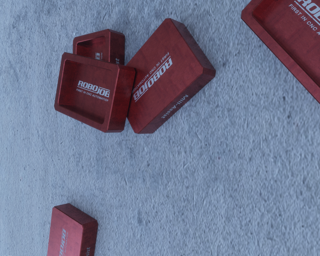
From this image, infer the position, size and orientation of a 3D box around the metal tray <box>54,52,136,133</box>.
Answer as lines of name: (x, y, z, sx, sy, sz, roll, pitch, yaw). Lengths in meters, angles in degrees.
metal tray: (-0.098, -0.053, 0.442, 0.130, 0.030, 0.089, 21, 103, 38)

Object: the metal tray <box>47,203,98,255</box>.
metal tray: (-0.152, 0.206, 0.528, 0.090, 0.030, 0.129, 15, 99, 39)

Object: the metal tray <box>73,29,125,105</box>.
metal tray: (-0.098, -0.080, 0.482, 0.090, 0.030, 0.129, 2, 92, 40)

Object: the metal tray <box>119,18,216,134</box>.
metal tray: (-0.002, -0.063, 0.403, 0.129, 0.030, 0.090, -42, 65, 31)

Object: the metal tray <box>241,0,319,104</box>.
metal tray: (0.147, -0.093, 0.279, 0.090, 0.030, 0.130, -46, 63, 30)
